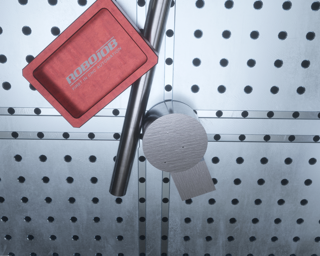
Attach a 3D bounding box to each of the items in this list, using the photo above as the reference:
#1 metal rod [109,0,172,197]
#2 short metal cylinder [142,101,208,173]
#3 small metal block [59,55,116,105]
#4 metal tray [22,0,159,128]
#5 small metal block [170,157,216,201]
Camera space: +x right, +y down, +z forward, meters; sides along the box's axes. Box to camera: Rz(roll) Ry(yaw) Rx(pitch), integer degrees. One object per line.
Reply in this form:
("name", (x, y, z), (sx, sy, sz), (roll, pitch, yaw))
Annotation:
("metal rod", (-0.026, -0.044, 0.396), (0.025, 0.025, 0.298), (13, 110, -5))
("short metal cylinder", (0.017, 0.011, 0.402), (0.081, 0.050, 0.079), (-2, 112, -4))
("small metal block", (-0.088, -0.061, 0.390), (0.050, 0.025, 0.050), (41, 105, -14))
("metal tray", (-0.077, -0.073, 0.355), (0.130, 0.030, 0.090), (-38, 105, 12))
("small metal block", (0.046, 0.069, 0.440), (0.050, 0.025, 0.050), (-20, 109, 7))
